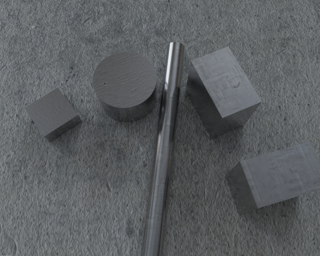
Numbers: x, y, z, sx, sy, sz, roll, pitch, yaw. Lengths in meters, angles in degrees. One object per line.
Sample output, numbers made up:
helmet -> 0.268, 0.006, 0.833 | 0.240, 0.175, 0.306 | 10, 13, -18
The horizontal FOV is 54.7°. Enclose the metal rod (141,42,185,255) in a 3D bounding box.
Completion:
metal rod -> 0.006, 0.022, 0.400 | 0.025, 0.025, 0.299 | 6, 70, 2

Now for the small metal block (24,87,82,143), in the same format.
small metal block -> -0.141, -0.017, 0.413 | 0.050, 0.025, 0.050 | -35, 74, -12

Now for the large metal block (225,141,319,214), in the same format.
large metal block -> 0.129, 0.061, 0.358 | 0.081, 0.080, 0.050 | -15, 71, -6

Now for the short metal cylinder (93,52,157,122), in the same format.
short metal cylinder -> -0.045, -0.054, 0.414 | 0.081, 0.050, 0.080 | 0, 70, 0

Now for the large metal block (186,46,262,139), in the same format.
large metal block -> 0.076, -0.041, 0.395 | 0.050, 0.080, 0.080 | -23, 72, -8
